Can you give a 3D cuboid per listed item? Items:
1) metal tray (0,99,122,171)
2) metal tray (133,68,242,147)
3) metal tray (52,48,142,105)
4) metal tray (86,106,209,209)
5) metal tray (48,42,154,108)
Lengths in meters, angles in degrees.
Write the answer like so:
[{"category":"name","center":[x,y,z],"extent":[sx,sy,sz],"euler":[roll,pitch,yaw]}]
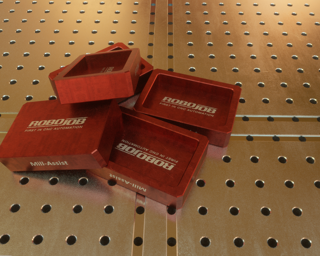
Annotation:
[{"category":"metal tray","center":[-0.120,0.005,0.377],"extent":[0.130,0.030,0.090],"euler":[-4,49,15]},{"category":"metal tray","center":[0.039,-0.032,0.430],"extent":[0.130,0.030,0.090],"euler":[14,52,11]},{"category":"metal tray","center":[-0.075,-0.073,0.410],"extent":[0.090,0.030,0.130],"euler":[-6,26,5]},{"category":"metal tray","center":[-0.017,0.031,0.377],"extent":[0.130,0.030,0.090],"euler":[20,53,16]},{"category":"metal tray","center":[-0.085,-0.074,0.465],"extent":[0.131,0.030,0.090],"euler":[-32,56,-24]}]
